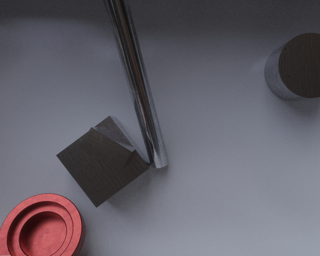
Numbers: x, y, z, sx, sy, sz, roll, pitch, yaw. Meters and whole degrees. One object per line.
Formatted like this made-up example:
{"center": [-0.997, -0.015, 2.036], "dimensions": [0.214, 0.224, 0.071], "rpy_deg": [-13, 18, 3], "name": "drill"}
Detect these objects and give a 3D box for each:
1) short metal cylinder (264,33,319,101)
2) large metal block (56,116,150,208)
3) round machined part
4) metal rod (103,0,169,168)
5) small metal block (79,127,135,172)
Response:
{"center": [0.184, -0.076, 0.401], "dimensions": [0.081, 0.050, 0.079], "rpy_deg": [0, 90, -1], "name": "short metal cylinder"}
{"center": [-0.069, 0.041, 0.398], "dimensions": [0.080, 0.050, 0.080], "rpy_deg": [-37, 90, 0], "name": "large metal block"}
{"center": [-0.143, 0.135, 0.387], "dimensions": [0.099, 0.042, 0.098], "rpy_deg": [0, 58, 0], "name": "round machined part"}
{"center": [-0.033, -0.082, 0.345], "dimensions": [0.025, 0.025, 0.298], "rpy_deg": [-14, 118, 0], "name": "metal rod"}
{"center": [-0.057, 0.023, 0.348], "dimensions": [0.050, 0.050, 0.025], "rpy_deg": [31, 90, -1], "name": "small metal block"}
